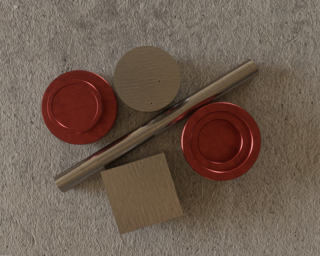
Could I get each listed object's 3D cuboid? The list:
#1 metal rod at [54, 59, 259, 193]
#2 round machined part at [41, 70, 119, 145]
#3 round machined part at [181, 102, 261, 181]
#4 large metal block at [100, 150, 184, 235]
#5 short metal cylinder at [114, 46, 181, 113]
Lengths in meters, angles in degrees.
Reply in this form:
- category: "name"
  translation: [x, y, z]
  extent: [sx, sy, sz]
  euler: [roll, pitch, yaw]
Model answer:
- category: "metal rod"
  translation: [-0.004, -0.003, 0.412]
  extent: [0.301, 0.025, 0.025]
  euler: [-31, 90, 0]
- category: "round machined part"
  translation: [-0.105, -0.027, 0.401]
  extent: [0.099, 0.042, 0.097]
  euler: [0, 90, 0]
- category: "round machined part"
  translation: [0.076, 0.017, 0.403]
  extent: [0.099, 0.042, 0.097]
  euler: [0, 90, 0]
- category: "large metal block"
  translation: [-0.022, 0.079, 0.399]
  extent: [0.080, 0.050, 0.080]
  euler: [-17, 90, 0]
- category: "short metal cylinder"
  translation: [-0.015, -0.060, 0.398]
  extent: [0.081, 0.050, 0.079]
  euler: [0, 90, 0]
